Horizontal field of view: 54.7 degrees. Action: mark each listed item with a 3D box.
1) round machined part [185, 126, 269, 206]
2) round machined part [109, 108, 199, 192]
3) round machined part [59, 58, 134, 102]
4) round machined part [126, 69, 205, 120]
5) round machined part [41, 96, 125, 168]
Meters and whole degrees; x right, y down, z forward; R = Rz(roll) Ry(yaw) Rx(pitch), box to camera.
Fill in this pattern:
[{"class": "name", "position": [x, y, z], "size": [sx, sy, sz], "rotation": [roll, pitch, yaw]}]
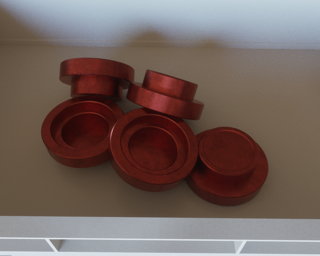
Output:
[{"class": "round machined part", "position": [0.077, 0.037, 0.361], "size": [0.099, 0.042, 0.098], "rotation": [0, 50, 0]}, {"class": "round machined part", "position": [-0.009, 0.028, 0.353], "size": [0.099, 0.042, 0.098], "rotation": [8, 55, -11]}, {"class": "round machined part", "position": [-0.085, -0.060, 0.418], "size": [0.099, 0.098, 0.042], "rotation": [2, 86, 1]}, {"class": "round machined part", "position": [0.010, -0.045, 0.395], "size": [0.099, 0.042, 0.098], "rotation": [16, 10, -3]}, {"class": "round machined part", "position": [-0.090, 0.009, 0.382], "size": [0.099, 0.042, 0.098], "rotation": [0, 50, 0]}]
